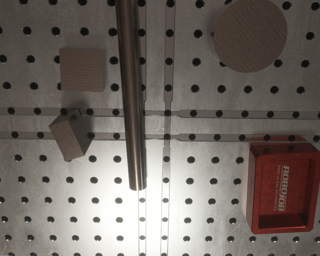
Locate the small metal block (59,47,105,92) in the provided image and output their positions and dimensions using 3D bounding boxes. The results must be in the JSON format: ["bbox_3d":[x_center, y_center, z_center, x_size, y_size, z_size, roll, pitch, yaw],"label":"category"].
[{"bbox_3d":[-0.095,-0.073,0.385,0.050,0.025,0.050,3,110,-2],"label":"small metal block"}]

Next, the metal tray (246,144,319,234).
[{"bbox_3d":[0.176,0.089,0.446,0.091,0.030,0.129,-3,110,0],"label":"metal tray"}]

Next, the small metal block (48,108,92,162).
[{"bbox_3d":[-0.114,0.008,0.401,0.025,0.050,0.050,-17,109,6],"label":"small metal block"}]

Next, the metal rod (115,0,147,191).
[{"bbox_3d":[-0.036,-0.056,0.392,0.025,0.025,0.298,-2,110,0],"label":"metal rod"}]

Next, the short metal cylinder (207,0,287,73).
[{"bbox_3d":[0.099,-0.109,0.361,0.081,0.050,0.079,0,110,0],"label":"short metal cylinder"}]
